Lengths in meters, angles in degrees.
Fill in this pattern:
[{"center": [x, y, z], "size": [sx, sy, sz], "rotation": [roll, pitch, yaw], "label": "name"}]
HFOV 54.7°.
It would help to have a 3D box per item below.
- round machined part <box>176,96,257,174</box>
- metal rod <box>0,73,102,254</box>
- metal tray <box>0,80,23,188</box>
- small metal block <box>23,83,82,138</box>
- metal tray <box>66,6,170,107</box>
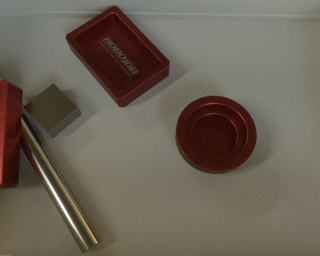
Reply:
[{"center": [0.069, 0.011, 0.397], "size": [0.099, 0.042, 0.098], "rotation": [0, 70, -1], "label": "round machined part"}, {"center": [-0.165, 0.023, 0.399], "size": [0.025, 0.025, 0.299], "rotation": [-34, 74, -12], "label": "metal rod"}, {"center": [-0.222, 0.010, 0.382], "size": [0.090, 0.030, 0.129], "rotation": [-5, 77, 9], "label": "metal tray"}, {"center": [-0.144, -0.023, 0.416], "size": [0.050, 0.025, 0.050], "rotation": [43, 75, 14], "label": "small metal block"}, {"center": [-0.060, -0.104, 0.444], "size": [0.090, 0.030, 0.130], "rotation": [-37, 75, -13], "label": "metal tray"}]
